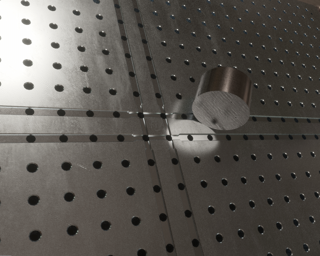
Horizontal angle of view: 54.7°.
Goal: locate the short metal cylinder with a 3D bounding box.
[{"bbox_3d":[0.091,-0.042,0.450,0.080,0.080,0.050,28,52,-11],"label":"short metal cylinder"}]
